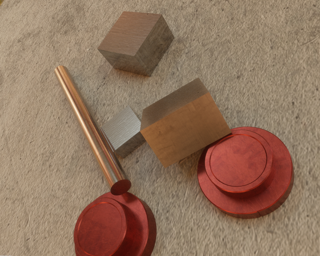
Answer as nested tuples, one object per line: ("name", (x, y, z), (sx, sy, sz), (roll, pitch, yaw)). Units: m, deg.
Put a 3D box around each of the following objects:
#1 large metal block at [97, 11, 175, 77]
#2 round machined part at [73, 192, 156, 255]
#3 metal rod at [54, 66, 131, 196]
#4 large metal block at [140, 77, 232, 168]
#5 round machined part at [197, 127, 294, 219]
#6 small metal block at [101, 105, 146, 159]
("large metal block", (-0.037, -0.134, 0.490), (0.080, 0.050, 0.080), (19, 72, 35))
("round machined part", (-0.057, 0.118, 0.351), (0.098, 0.042, 0.098), (-13, 56, 21))
("metal rod", (-0.111, -0.017, 0.456), (0.025, 0.025, 0.300), (-40, 46, 1))
("large metal block", (0.026, -0.010, 0.356), (0.080, 0.050, 0.080), (-30, 17, 9))
("round machined part", (0.085, 0.041, 0.323), (0.098, 0.042, 0.098), (-13, 56, 21))
("small metal block", (-0.046, 0.005, 0.425), (0.050, 0.025, 0.050), (-38, 51, 2))
